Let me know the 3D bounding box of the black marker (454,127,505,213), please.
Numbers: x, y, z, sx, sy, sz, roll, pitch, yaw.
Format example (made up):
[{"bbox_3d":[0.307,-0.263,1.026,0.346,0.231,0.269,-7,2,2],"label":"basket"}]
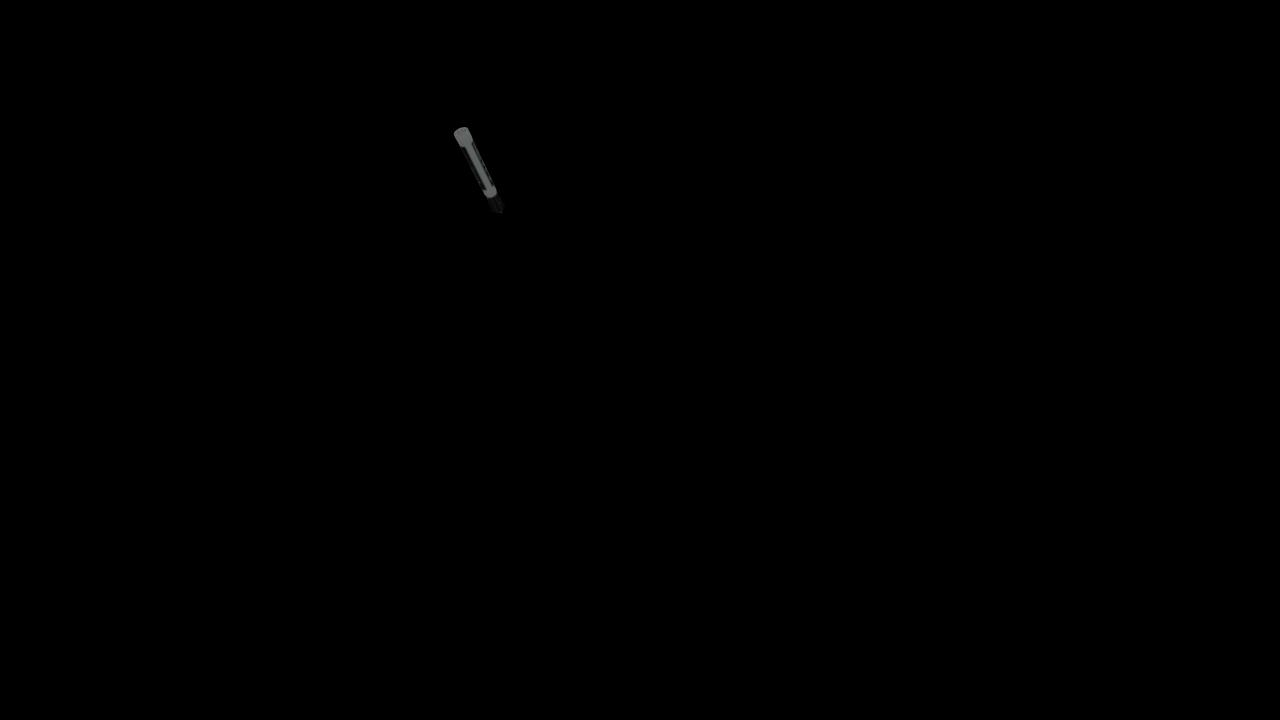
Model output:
[{"bbox_3d":[-0.201,-0.236,0.779,0.020,0.020,0.121,0,-38,15],"label":"black marker"}]
